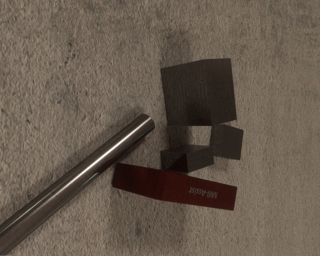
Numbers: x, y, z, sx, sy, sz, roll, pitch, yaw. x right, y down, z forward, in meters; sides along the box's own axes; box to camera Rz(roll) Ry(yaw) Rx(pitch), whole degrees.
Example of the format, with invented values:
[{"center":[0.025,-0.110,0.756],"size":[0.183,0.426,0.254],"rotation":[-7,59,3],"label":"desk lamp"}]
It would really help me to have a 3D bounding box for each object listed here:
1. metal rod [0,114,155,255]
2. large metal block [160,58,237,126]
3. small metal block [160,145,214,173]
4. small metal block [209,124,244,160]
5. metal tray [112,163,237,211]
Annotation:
[{"center":[-0.112,0.075,0.311],"size":[0.302,0.025,0.025],"rotation":[-41,115,-33],"label":"metal rod"},{"center":[0.050,-0.046,0.413],"size":[0.050,0.080,0.079],"rotation":[-13,98,-40],"label":"large metal block"},{"center":[0.037,0.040,0.422],"size":[0.050,0.050,0.025],"rotation":[-11,98,-40],"label":"small metal block"},{"center":[0.106,0.023,0.497],"size":[0.050,0.025,0.050],"rotation":[14,81,-39],"label":"small metal block"},{"center":[0.020,0.073,0.381],"size":[0.131,0.090,0.030],"rotation":[19,78,-39],"label":"metal tray"}]
